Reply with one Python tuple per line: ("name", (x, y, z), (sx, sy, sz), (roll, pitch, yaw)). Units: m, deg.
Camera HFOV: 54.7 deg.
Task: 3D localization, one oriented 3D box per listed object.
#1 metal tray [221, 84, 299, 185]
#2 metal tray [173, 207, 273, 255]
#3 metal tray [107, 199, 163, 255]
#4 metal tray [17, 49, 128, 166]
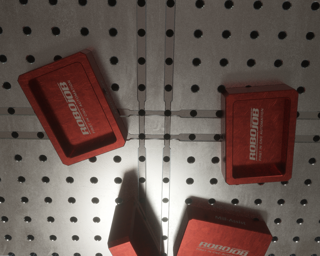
("metal tray", (0.130, 0.011, 0.416), (0.091, 0.030, 0.129), (-4, 110, 1))
("metal tray", (0.094, 0.179, 0.478), (0.131, 0.030, 0.089), (13, 110, -6))
("metal tray", (-0.029, 0.181, 0.445), (0.030, 0.090, 0.129), (-21, 109, 7))
("metal tray", (-0.108, -0.024, 0.400), (0.090, 0.030, 0.129), (-20, 109, 6))
